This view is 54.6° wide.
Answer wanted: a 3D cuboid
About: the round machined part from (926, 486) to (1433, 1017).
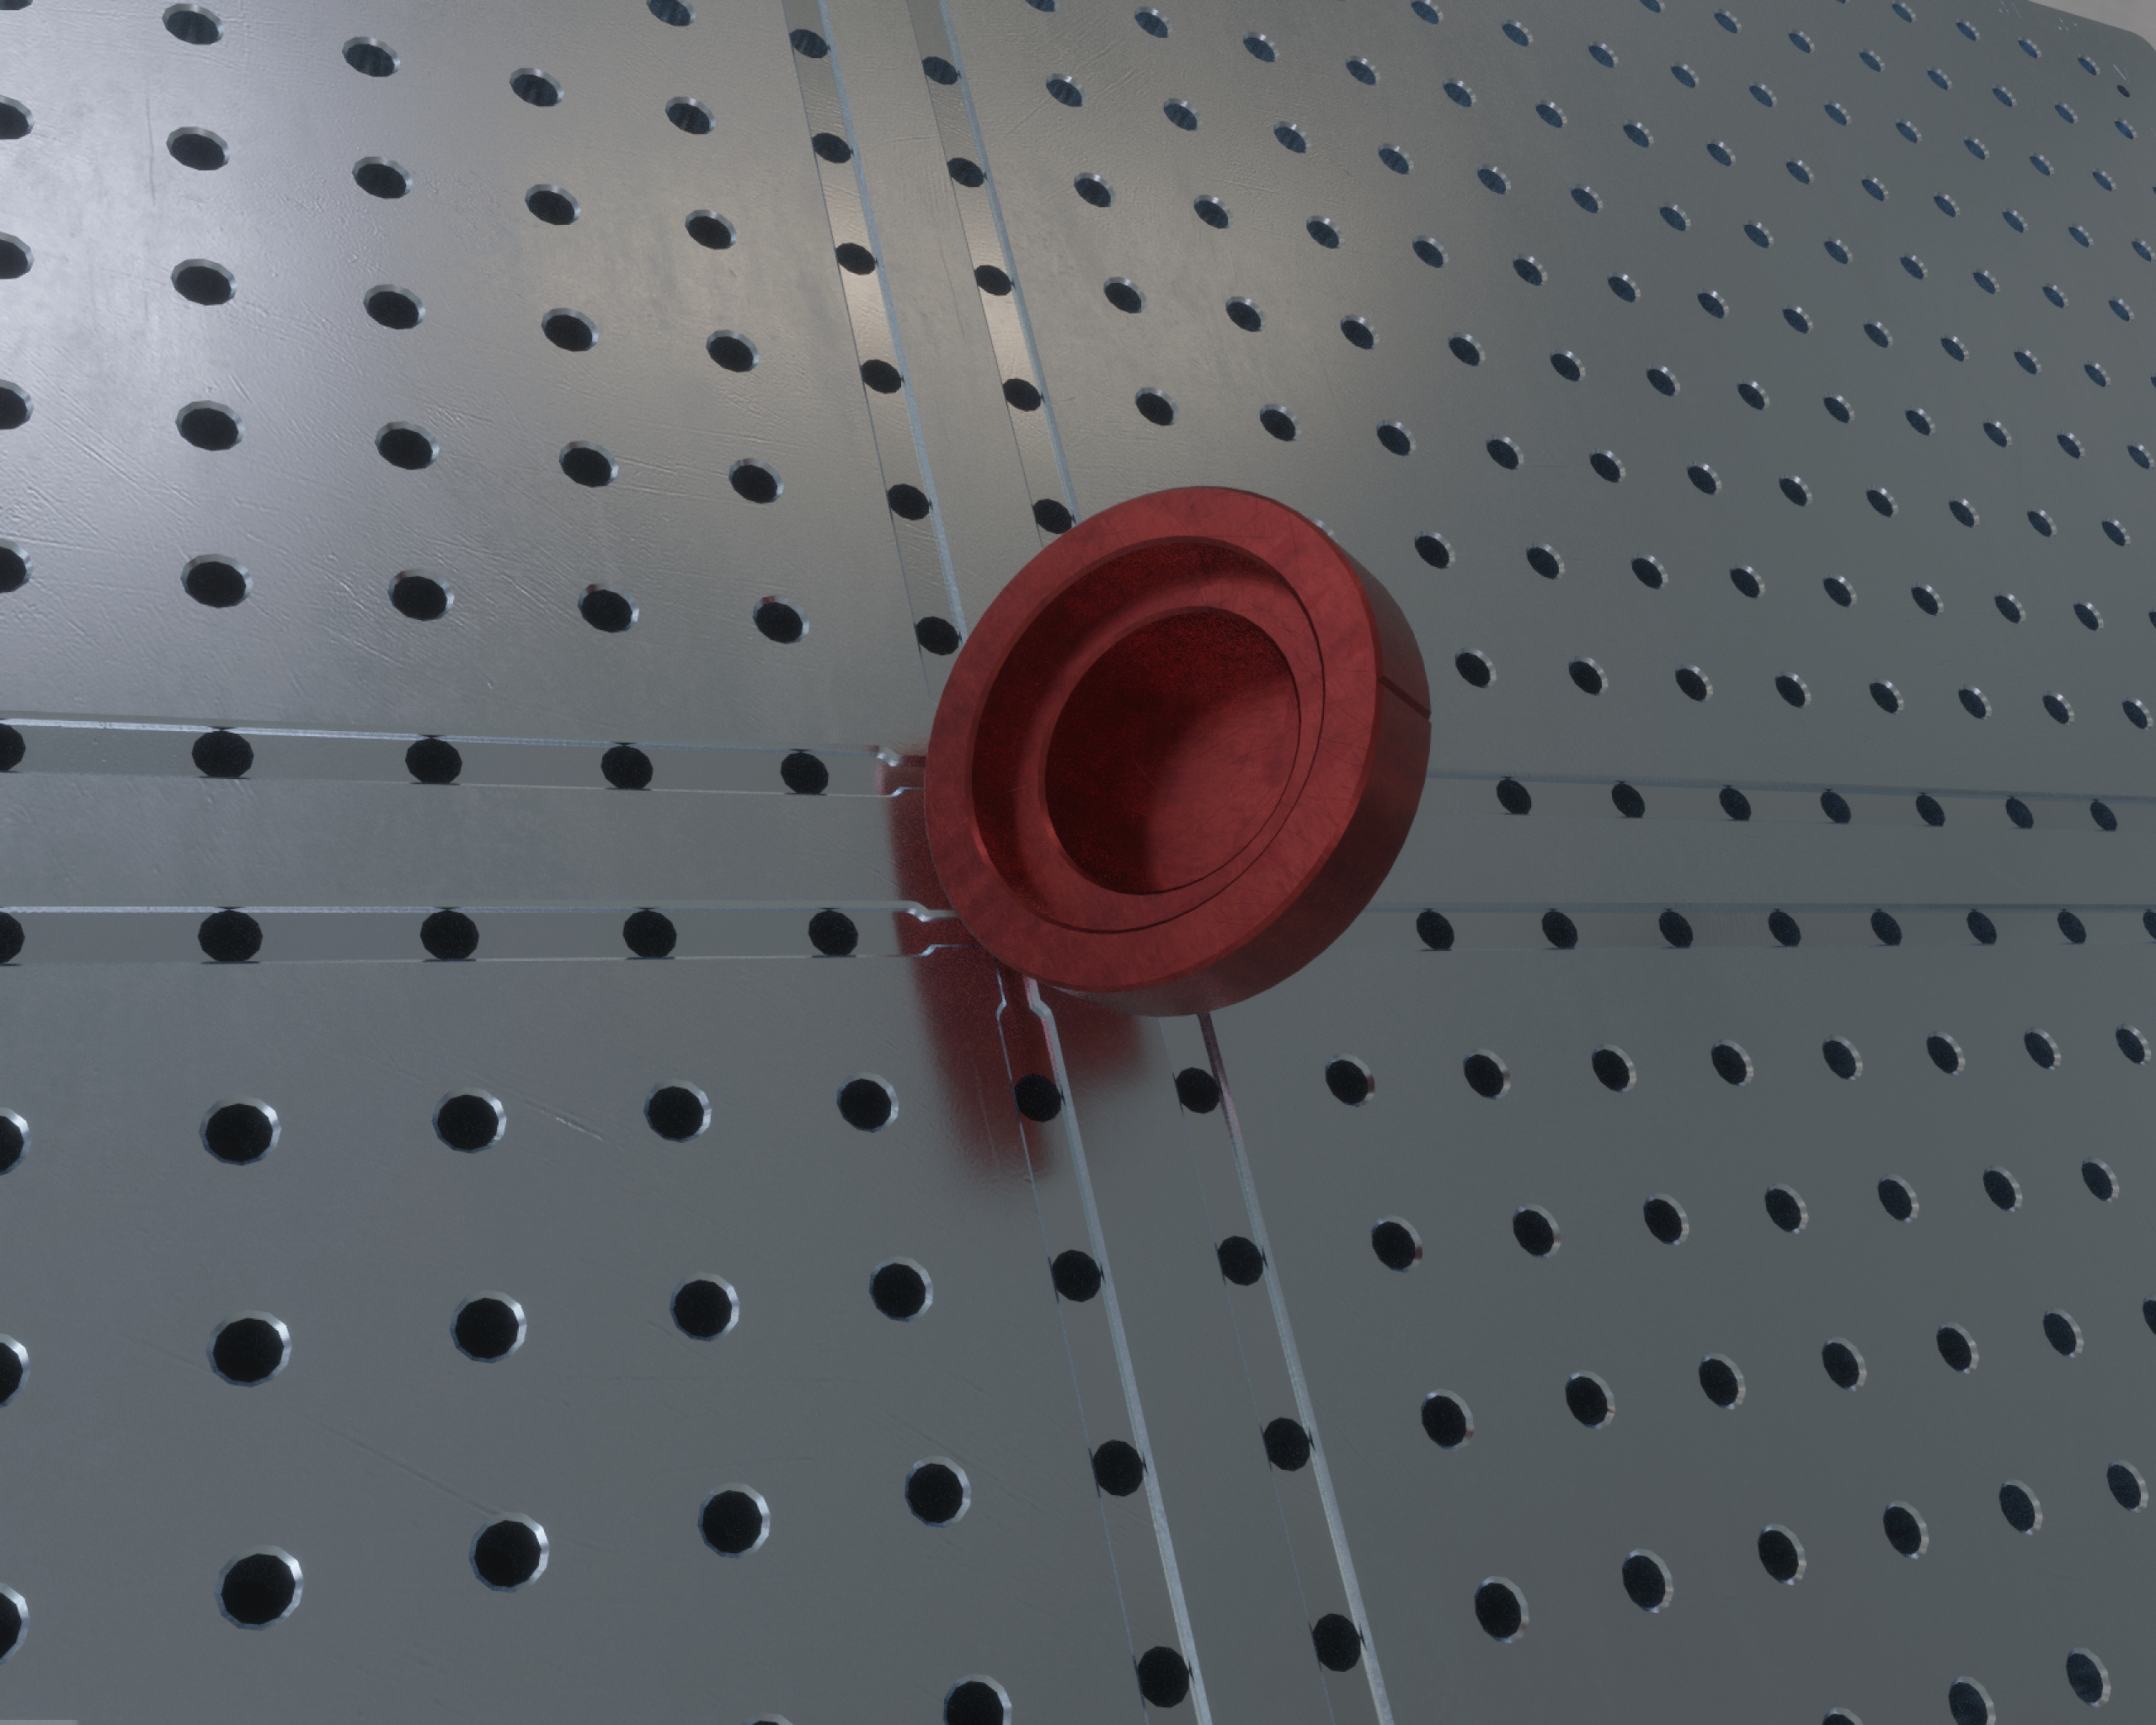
[{"bbox_3d":[0.022,-0.018,0.396,0.042,0.098,0.098,28,44,-52],"label":"round machined part"}]
